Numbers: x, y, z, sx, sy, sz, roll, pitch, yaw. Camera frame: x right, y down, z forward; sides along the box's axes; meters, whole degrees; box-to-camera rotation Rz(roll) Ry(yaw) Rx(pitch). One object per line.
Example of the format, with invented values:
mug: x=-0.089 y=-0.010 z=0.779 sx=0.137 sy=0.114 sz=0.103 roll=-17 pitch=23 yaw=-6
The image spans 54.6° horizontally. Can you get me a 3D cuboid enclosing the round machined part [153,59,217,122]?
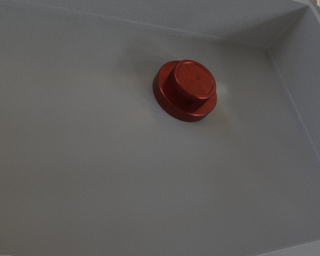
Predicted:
round machined part: x=0.043 y=-0.061 z=0.454 sx=0.099 sy=0.042 sz=0.098 roll=13 pitch=56 yaw=-21
